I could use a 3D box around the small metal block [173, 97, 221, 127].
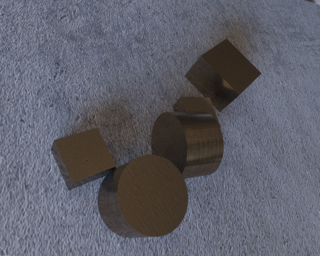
[{"bbox_3d":[0.052,-0.016,0.442,0.050,0.025,0.050,-2,63,-29],"label":"small metal block"}]

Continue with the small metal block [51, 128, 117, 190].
[{"bbox_3d":[-0.084,0.033,0.339,0.050,0.025,0.050,-18,71,-35],"label":"small metal block"}]

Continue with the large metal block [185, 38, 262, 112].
[{"bbox_3d":[0.101,-0.085,0.494,0.080,0.050,0.080,47,51,4],"label":"large metal block"}]

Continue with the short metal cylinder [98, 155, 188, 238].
[{"bbox_3d":[-0.018,0.073,0.325,0.081,0.050,0.080,13,65,-29],"label":"short metal cylinder"}]

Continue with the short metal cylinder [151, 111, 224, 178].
[{"bbox_3d":[0.031,0.020,0.373,0.050,0.080,0.080,-3,63,-30],"label":"short metal cylinder"}]
